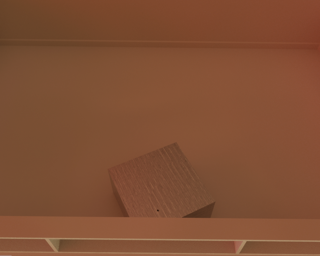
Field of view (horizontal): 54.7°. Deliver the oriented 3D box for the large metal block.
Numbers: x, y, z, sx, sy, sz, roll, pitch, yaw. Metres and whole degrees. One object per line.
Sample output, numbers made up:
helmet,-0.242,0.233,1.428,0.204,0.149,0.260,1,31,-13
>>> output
large metal block,0.000,0.072,0.328,0.081,0.050,0.080,-20,53,-17
